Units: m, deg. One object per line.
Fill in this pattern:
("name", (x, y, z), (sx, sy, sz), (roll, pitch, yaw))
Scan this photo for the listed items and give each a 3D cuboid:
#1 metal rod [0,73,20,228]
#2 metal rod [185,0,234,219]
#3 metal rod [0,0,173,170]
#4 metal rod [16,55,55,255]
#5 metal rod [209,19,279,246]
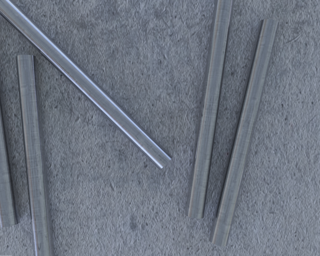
("metal rod", (-0.218, -0.021, 0.408), (0.025, 0.025, 0.298), (-8, 90, 0))
("metal rod", (0.066, -0.032, 0.410), (0.025, 0.025, 0.298), (8, 90, 0))
("metal rod", (-0.099, -0.058, 0.408), (0.300, 0.025, 0.025), (44, 90, 0))
("metal rod", (-0.163, 0.055, 0.408), (0.025, 0.025, 0.298), (-5, 90, 0))
("metal rod", (0.111, 0.006, 0.410), (0.025, 0.025, 0.298), (13, 90, 0))
